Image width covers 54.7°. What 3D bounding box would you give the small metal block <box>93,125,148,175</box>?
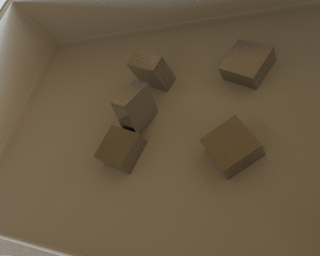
[{"bbox_3d":[-0.053,0.028,0.416,0.050,0.025,0.050,16,70,34],"label":"small metal block"}]

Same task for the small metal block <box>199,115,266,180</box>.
[{"bbox_3d":[0.081,0.022,0.350,0.050,0.025,0.050,-36,51,4],"label":"small metal block"}]

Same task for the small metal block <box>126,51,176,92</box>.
[{"bbox_3d":[-0.012,-0.081,0.446,0.050,0.050,0.025,21,73,36],"label":"small metal block"}]

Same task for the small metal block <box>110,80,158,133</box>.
[{"bbox_3d":[-0.033,-0.028,0.416,0.025,0.050,0.050,17,52,35],"label":"small metal block"}]

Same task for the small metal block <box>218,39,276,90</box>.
[{"bbox_3d":[0.112,-0.082,0.397,0.050,0.025,0.050,27,76,37],"label":"small metal block"}]
